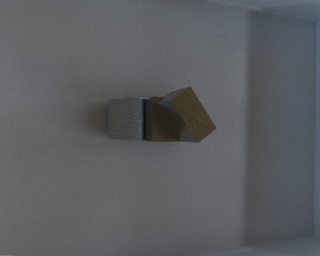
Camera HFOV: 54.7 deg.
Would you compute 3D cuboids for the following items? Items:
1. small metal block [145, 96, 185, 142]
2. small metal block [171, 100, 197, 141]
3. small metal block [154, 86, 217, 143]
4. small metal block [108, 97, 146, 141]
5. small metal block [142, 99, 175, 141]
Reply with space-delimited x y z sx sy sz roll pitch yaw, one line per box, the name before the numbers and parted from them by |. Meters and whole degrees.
small metal block | 0.011 -0.009 0.359 0.050 0.025 0.050 1 90 -20
small metal block | 0.032 -0.009 0.405 0.025 0.050 0.050 1 90 14
small metal block | 0.025 -0.013 0.324 0.025 0.050 0.050 -37 102 -16
small metal block | -0.036 -0.010 0.379 0.025 0.050 0.050 1 90 -54
small metal block | -0.003 -0.009 0.394 0.025 0.050 0.050 1 90 -20
